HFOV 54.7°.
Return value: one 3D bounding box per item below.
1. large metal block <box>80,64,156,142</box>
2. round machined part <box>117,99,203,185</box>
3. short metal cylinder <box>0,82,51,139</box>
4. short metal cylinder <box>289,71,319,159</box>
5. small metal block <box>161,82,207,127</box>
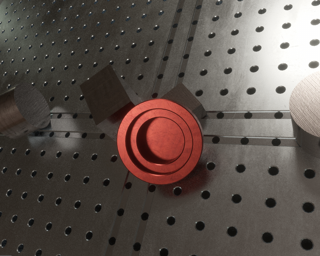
[{"bbox_3d":[-0.053,-0.025,0.415,0.050,0.080,0.080,-35,51,5],"label":"large metal block"},{"bbox_3d":[0.002,0.014,0.366,0.098,0.042,0.097,1,96,11],"label":"round machined part"},{"bbox_3d":[-0.227,-0.028,0.506,0.050,0.080,0.080,-23,54,14],"label":"short metal cylinder"},{"bbox_3d":[0.174,-0.013,0.309,0.080,0.050,0.080,-13,56,20],"label":"short metal cylinder"},{"bbox_3d":[0.025,-0.025,0.409,0.050,0.025,0.050,-38,51,2],"label":"small metal block"}]
